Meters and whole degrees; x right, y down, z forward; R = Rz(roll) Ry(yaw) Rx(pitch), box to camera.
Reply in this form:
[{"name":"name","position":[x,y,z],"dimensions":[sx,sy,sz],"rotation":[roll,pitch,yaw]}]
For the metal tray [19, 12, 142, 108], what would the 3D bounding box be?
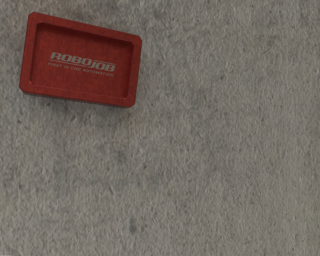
[{"name":"metal tray","position":[-0.092,-0.077,0.372],"dimensions":[0.131,0.030,0.089],"rotation":[7,88,-20]}]
